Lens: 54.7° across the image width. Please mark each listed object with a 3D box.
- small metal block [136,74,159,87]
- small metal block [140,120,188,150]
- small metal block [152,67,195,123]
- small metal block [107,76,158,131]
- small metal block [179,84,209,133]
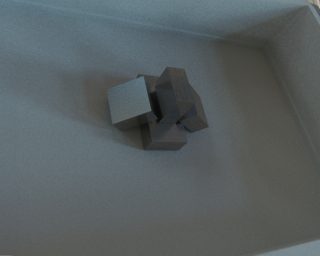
[{"bbox_3d":[-0.007,-0.044,0.425,0.050,0.025,0.050,3,61,-28],"label":"small metal block"},{"bbox_3d":[0.003,0.001,0.404,0.050,0.025,0.050,2,61,-27],"label":"small metal block"},{"bbox_3d":[0.014,-0.040,0.386,0.025,0.050,0.050,1,61,-29],"label":"small metal block"},{"bbox_3d":[-0.035,-0.030,0.385,0.050,0.025,0.050,-18,65,11],"label":"small metal block"},{"bbox_3d":[0.042,-0.027,0.427,0.050,0.025,0.050,37,37,-58],"label":"small metal block"}]
